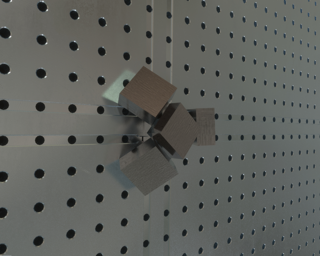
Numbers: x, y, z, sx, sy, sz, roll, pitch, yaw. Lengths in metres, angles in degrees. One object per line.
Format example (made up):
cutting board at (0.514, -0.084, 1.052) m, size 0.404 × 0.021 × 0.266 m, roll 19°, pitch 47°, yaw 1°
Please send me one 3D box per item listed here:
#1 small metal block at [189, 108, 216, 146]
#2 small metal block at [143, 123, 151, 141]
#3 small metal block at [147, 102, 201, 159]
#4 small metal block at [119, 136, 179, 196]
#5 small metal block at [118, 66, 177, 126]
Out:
small metal block at (0.058, -0.002, 0.437) m, size 0.025 × 0.050 × 0.050 m, roll -2°, pitch 92°, yaw -7°
small metal block at (0.006, 0.004, 0.413) m, size 0.050 × 0.025 × 0.050 m, roll 2°, pitch 92°, yaw -40°
small metal block at (0.019, 0.004, 0.391) m, size 0.050 × 0.025 × 0.050 m, roll 49°, pitch 61°, yaw -29°
small metal block at (-0.014, 0.047, 0.380) m, size 0.050 × 0.025 × 0.050 m, roll -35°, pitch 117°, yaw 6°
small metal block at (-0.015, -0.039, 0.379) m, size 0.050 × 0.025 × 0.050 m, roll 34°, pitch 64°, yaw 4°
